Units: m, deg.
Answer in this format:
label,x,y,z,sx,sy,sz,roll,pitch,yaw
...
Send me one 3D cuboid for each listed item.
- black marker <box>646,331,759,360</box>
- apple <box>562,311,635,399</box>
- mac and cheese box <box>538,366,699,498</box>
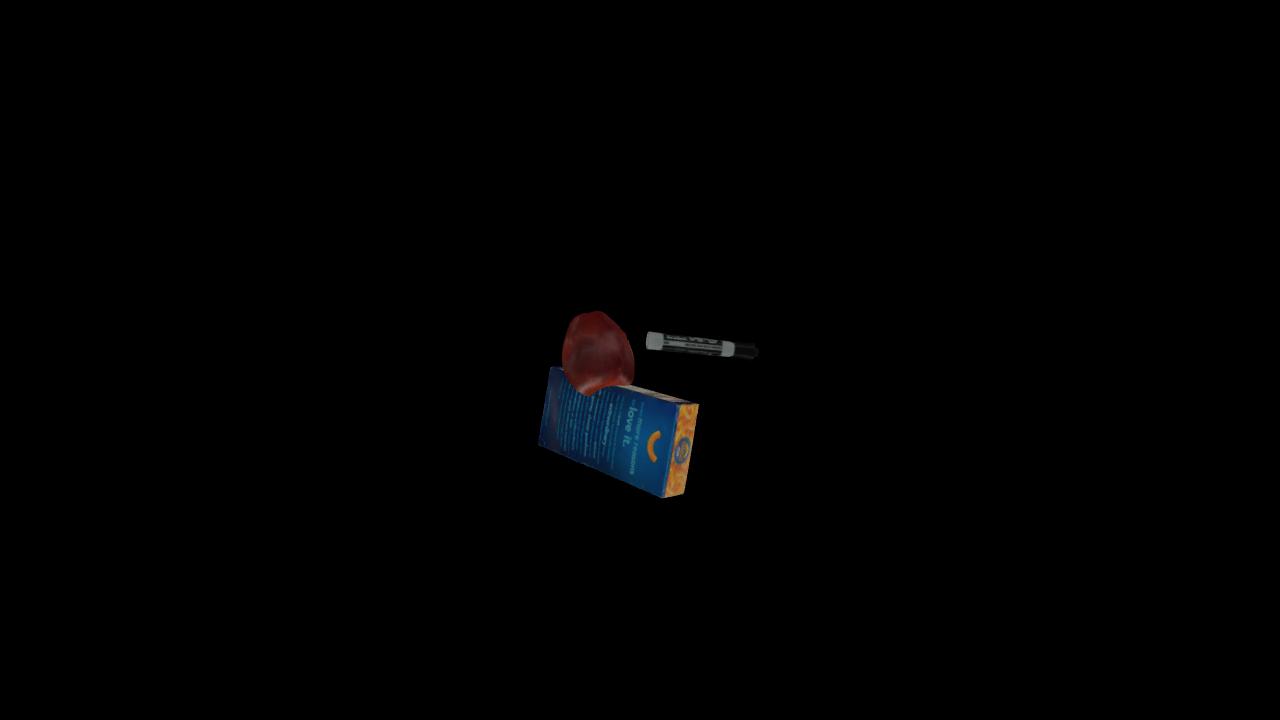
label,x,y,z,sx,sy,sz,roll,pitch,yaw
black marker,0.067,-0.014,0.649,0.121,0.020,0.020,6,-1,-9
apple,-0.046,-0.004,0.641,0.079,0.093,0.079,-10,-20,-4
mac and cheese box,-0.028,0.068,0.636,0.184,0.093,0.041,15,6,40
